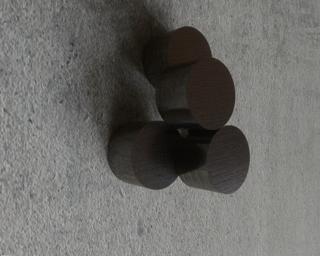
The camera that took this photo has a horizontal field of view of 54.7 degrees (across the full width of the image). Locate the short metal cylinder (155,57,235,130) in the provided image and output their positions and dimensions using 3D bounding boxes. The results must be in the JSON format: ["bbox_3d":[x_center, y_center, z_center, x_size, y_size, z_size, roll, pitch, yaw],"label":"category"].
[{"bbox_3d":[0.042,-0.038,0.359,0.081,0.050,0.080,0,90,-40],"label":"short metal cylinder"}]

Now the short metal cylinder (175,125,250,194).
[{"bbox_3d":[0.065,0.037,0.378,0.081,0.050,0.080,0,90,-40],"label":"short metal cylinder"}]

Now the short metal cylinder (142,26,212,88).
[{"bbox_3d":[0.024,-0.088,0.410,0.081,0.050,0.080,0,90,-40],"label":"short metal cylinder"}]

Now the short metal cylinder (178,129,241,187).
[{"bbox_3d":[0.073,0.042,0.450,0.081,0.050,0.080,0,90,-40],"label":"short metal cylinder"}]

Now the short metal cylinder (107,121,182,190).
[{"bbox_3d":[-0.016,0.031,0.376,0.081,0.050,0.080,0,90,-40],"label":"short metal cylinder"}]
